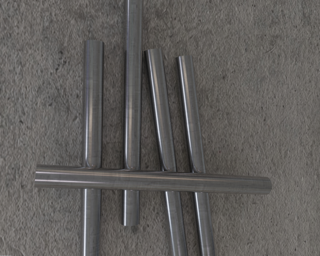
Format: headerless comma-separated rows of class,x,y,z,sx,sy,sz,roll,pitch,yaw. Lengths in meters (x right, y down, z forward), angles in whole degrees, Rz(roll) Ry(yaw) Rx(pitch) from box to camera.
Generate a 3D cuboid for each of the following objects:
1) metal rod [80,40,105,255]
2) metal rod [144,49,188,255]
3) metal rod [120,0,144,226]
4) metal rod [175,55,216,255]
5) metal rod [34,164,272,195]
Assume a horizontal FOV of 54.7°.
metal rod,-0.083,0.045,0.378,0.025,0.025,0.298,1,90,-20
metal rod,0.010,0.047,0.412,0.025,0.025,0.298,-8,93,-20
metal rod,-0.036,-0.028,0.395,0.025,0.025,0.298,1,90,-20
metal rod,0.051,0.052,0.427,0.025,0.025,0.298,-8,93,-20
metal rod,0.008,0.066,0.384,0.302,0.025,0.025,6,88,-20
